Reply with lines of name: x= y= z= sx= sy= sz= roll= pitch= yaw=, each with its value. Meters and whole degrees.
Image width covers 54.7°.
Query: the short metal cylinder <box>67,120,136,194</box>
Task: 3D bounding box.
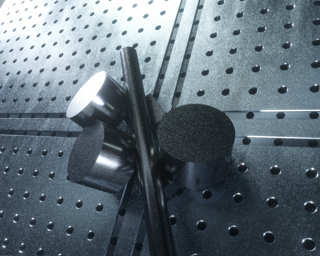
short metal cylinder: x=-0.072 y=0.036 z=0.386 sx=0.080 sy=0.050 sz=0.080 roll=-31 pitch=45 yaw=38

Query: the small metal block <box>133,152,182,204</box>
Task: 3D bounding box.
small metal block: x=-0.002 y=0.057 z=0.370 sx=0.050 sy=0.025 sz=0.050 roll=-35 pitch=51 yaw=5

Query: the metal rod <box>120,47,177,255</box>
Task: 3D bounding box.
metal rod: x=-0.022 y=0.006 z=0.378 sx=0.025 sy=0.025 sz=0.299 roll=-23 pitch=53 yaw=14

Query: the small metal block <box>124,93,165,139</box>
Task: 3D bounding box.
small metal block: x=-0.017 y=-0.011 z=0.420 sx=0.050 sy=0.025 sz=0.050 roll=-37 pitch=51 yaw=3

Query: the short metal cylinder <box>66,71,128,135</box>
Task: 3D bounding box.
short metal cylinder: x=-0.085 y=-0.033 z=0.434 sx=0.080 sy=0.050 sz=0.080 roll=-34 pitch=33 yaw=26

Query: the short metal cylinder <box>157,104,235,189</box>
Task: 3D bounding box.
short metal cylinder: x=0.038 y=0.019 z=0.339 sx=0.080 sy=0.050 sz=0.080 roll=-2 pitch=49 yaw=2
